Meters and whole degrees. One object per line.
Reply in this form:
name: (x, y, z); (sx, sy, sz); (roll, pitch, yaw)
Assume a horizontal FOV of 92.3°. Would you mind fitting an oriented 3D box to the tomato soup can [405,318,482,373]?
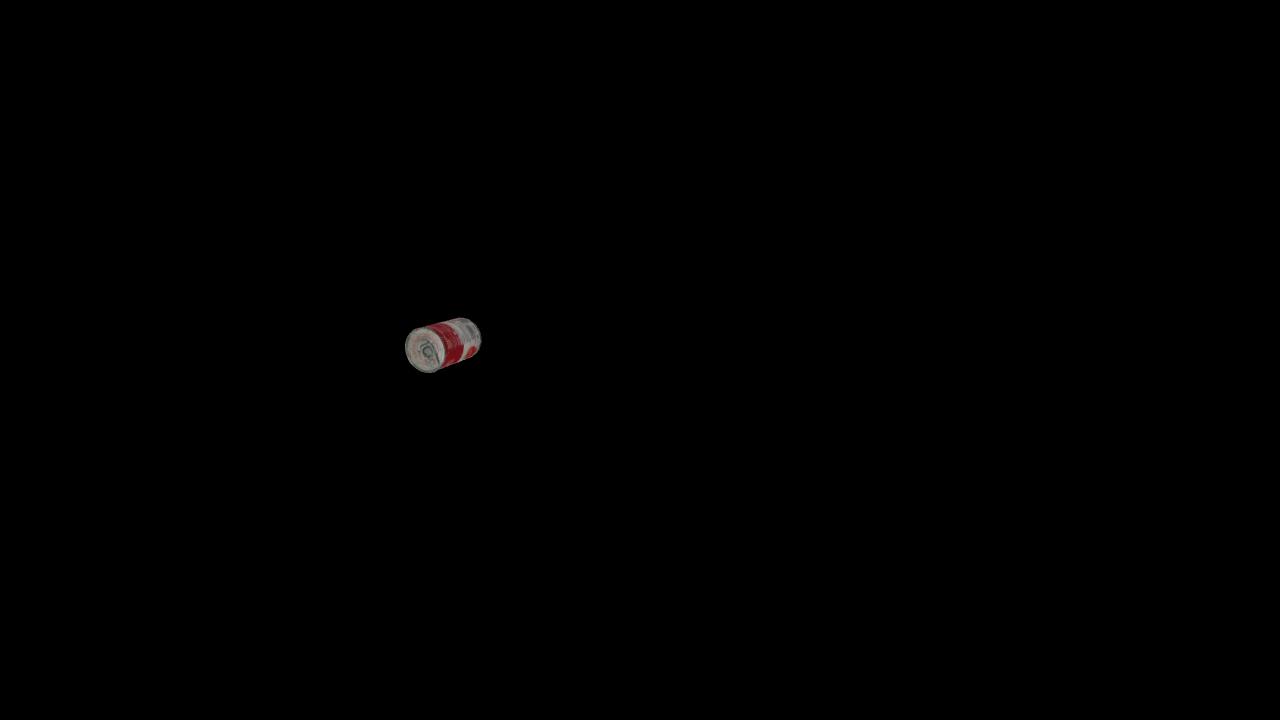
tomato soup can: (-0.293, -0.025, 0.926); (0.068, 0.068, 0.101); (0, 13, 17)
